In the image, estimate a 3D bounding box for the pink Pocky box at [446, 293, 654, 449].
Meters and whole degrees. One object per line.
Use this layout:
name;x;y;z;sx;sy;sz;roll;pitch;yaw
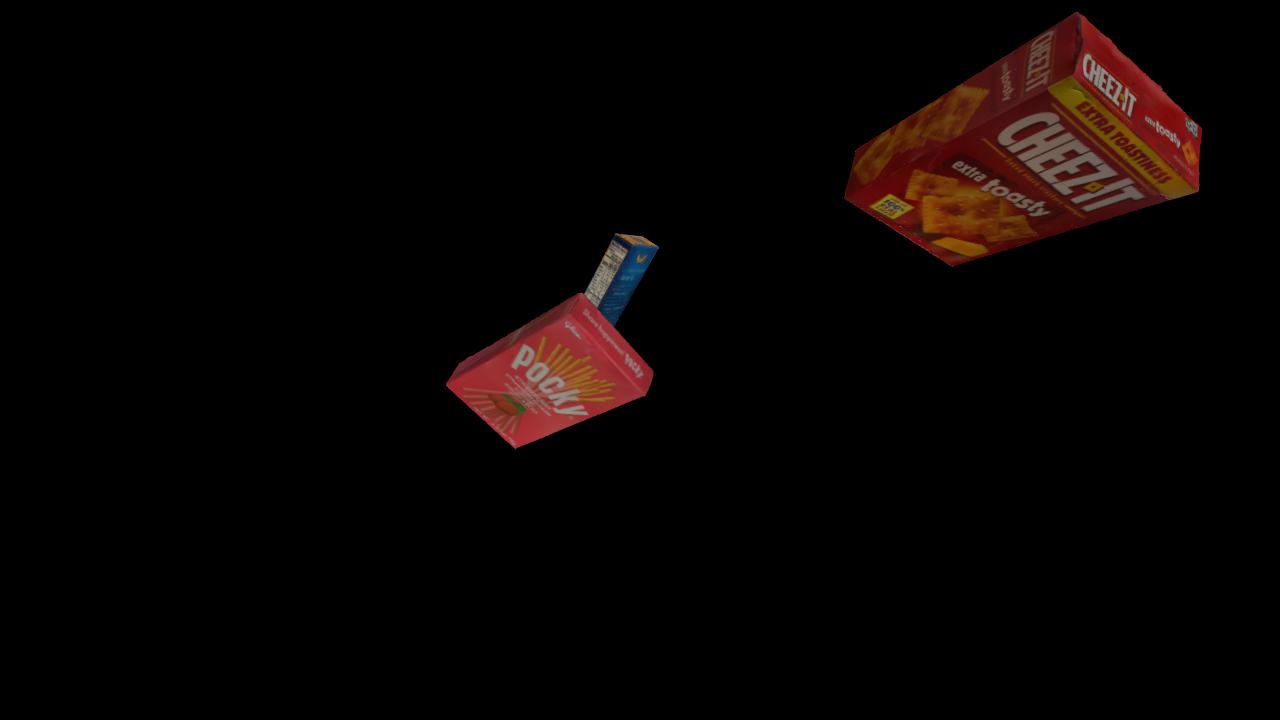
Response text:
pink Pocky box;-0.073;0.014;0.470;0.155;0.084;0.029;-24;28;36

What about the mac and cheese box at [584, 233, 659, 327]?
mac and cheese box;-0.046;-0.103;0.938;0.041;0.184;0.093;37;21;18

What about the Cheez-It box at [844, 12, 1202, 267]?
Cheez-It box;0.326;-0.173;0.551;0.166;0.071;0.223;24;-18;-21
